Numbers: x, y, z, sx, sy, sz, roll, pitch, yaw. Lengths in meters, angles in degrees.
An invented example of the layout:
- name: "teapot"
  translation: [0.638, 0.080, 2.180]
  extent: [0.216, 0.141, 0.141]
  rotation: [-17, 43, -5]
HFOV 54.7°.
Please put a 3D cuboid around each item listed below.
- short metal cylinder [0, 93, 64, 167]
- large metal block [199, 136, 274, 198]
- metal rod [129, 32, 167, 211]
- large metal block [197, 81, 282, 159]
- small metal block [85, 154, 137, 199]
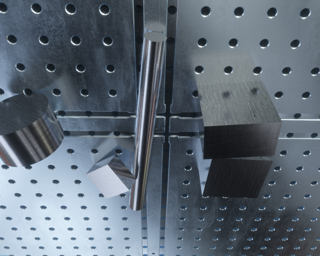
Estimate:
- name: "short metal cylinder"
  translation: [-0.164, 0.001, 0.374]
  extent: [0.080, 0.080, 0.050]
  rotation: [-7, 130, 6]
- name: "large metal block"
  translation: [0.104, 0.054, 0.443]
  extent: [0.081, 0.050, 0.079]
  rotation: [3, 130, -3]
- name: "metal rod"
  translation: [-0.022, 0.016, 0.424]
  extent: [0.025, 0.025, 0.298]
  rotation: [5, 130, -5]
- name: "large metal block"
  translation: [0.088, -0.011, 0.368]
  extent: [0.080, 0.080, 0.050]
  rotation: [-3, 130, 2]
- name: "small metal block"
  translation: [-0.072, 0.072, 0.457]
  extent: [0.050, 0.025, 0.050]
  rotation: [-26, 108, 34]
